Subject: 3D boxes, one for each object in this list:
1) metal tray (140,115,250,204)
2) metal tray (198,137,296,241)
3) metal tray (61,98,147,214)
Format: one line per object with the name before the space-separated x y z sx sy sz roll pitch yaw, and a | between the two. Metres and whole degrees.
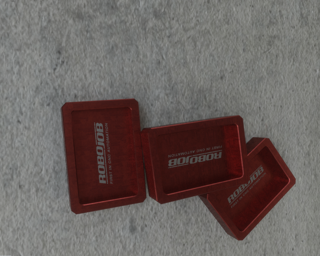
metal tray | 0.047 0.036 0.392 0.131 0.030 0.089 -9 93 -20
metal tray | 0.130 0.086 0.456 0.130 0.030 0.090 -40 103 -16
metal tray | -0.069 0.031 0.381 0.091 0.030 0.129 -6 92 -20
